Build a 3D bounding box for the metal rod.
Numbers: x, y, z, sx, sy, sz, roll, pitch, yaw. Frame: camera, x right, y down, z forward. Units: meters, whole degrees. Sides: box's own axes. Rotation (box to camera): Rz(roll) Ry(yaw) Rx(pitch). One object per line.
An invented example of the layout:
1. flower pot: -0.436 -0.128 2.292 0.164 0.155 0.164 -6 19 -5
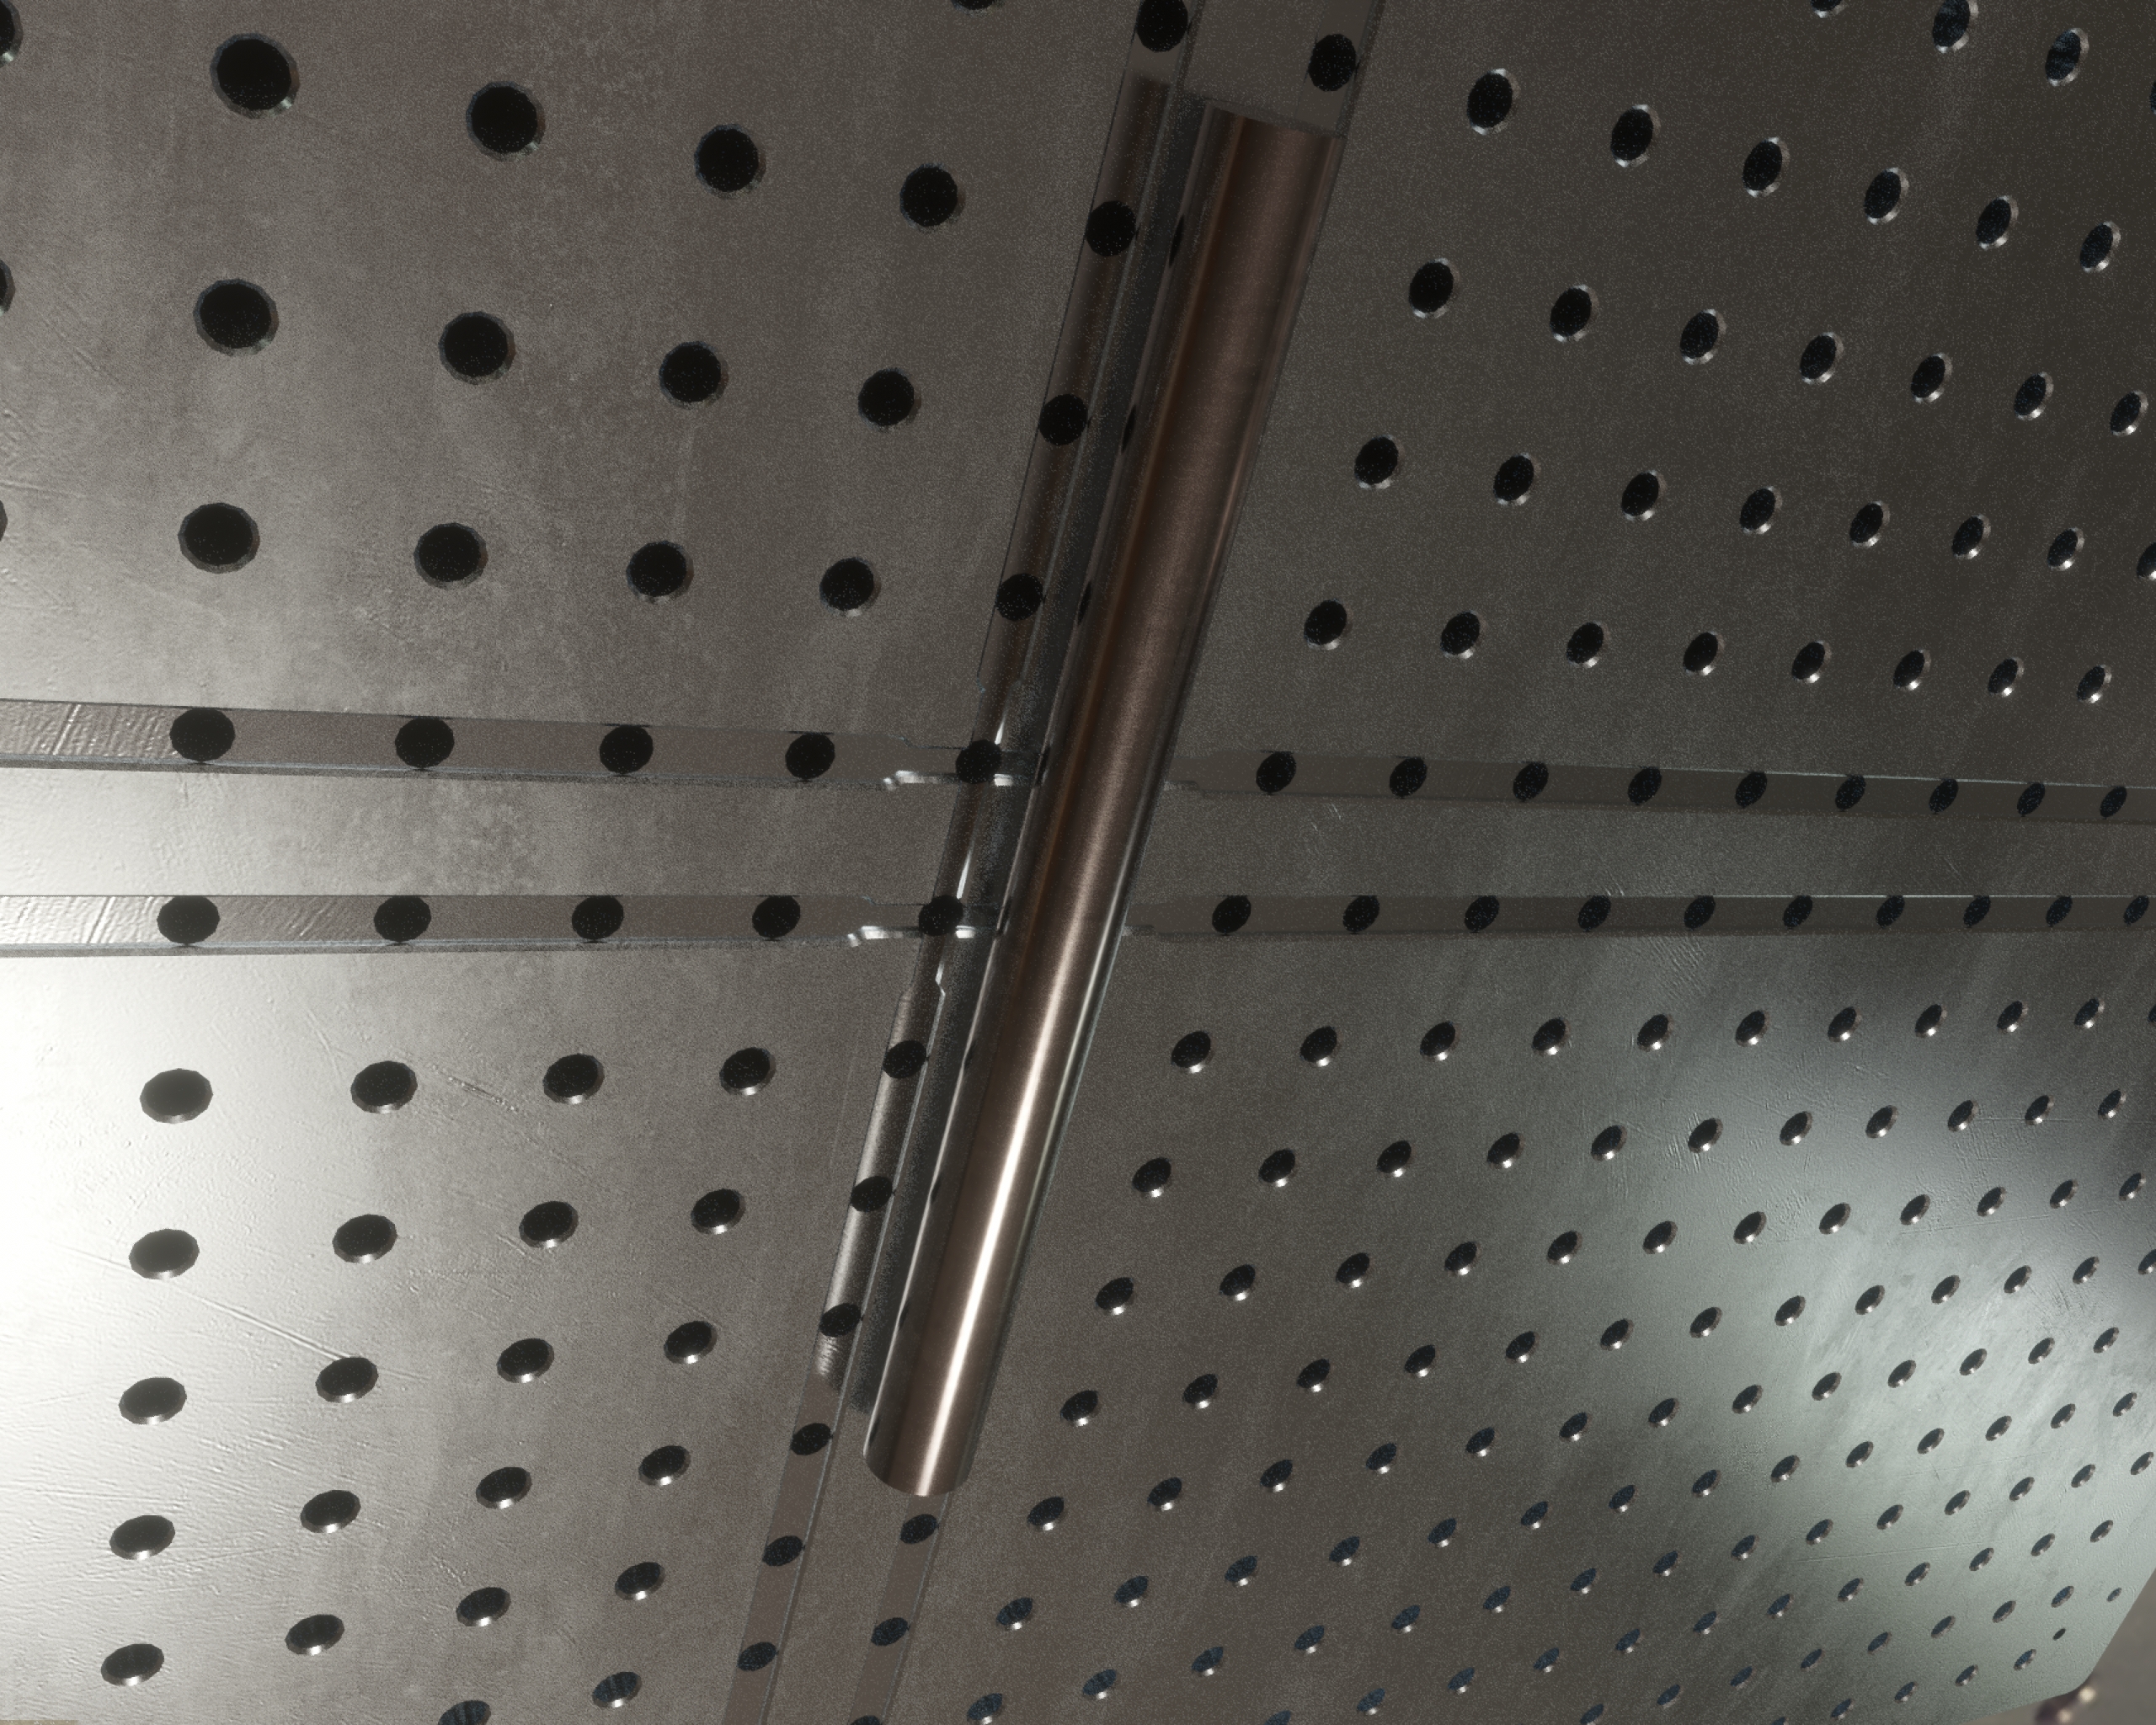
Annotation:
1. metal rod: -0.001 0.005 0.415 0.025 0.025 0.298 0 118 -29
